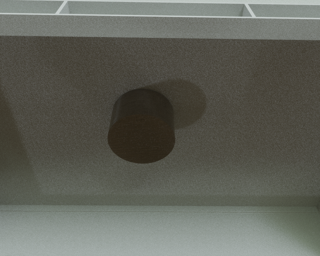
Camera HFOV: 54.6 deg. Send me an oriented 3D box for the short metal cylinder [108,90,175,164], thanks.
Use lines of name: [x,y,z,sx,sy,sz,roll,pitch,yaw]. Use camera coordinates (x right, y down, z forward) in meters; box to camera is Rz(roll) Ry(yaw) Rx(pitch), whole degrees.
short metal cylinder: [-0.022,-0.001,0.389,0.080,0.050,0.080,0,130,0]
